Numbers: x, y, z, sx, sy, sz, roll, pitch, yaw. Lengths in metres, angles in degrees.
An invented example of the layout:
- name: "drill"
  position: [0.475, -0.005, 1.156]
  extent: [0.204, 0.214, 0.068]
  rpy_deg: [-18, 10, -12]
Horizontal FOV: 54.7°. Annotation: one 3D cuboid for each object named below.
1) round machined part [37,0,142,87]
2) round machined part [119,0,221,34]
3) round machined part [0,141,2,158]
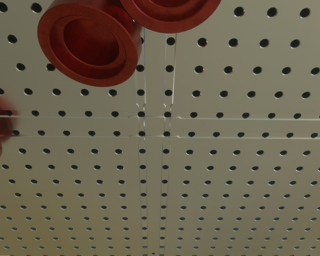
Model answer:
- name: "round machined part"
  position: [-0.066, -0.091, 0.312]
  extent: [0.099, 0.042, 0.097]
  rpy_deg: [7, 142, 6]
- name: "round machined part"
  position: [0.009, -0.141, 0.281]
  extent: [0.099, 0.042, 0.097]
  rpy_deg: [-1, 130, 0]
- name: "round machined part"
  position: [-0.262, 0.018, 0.412]
  extent: [0.099, 0.042, 0.097]
  rpy_deg: [-1, 130, 0]
